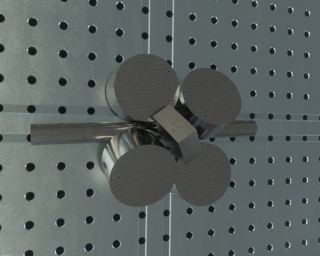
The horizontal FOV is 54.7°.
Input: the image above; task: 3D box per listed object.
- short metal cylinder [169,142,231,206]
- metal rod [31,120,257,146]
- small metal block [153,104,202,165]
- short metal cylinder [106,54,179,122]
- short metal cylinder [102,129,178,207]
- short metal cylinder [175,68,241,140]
[{"bbox_3d":[0.046,0.058,0.413,0.081,0.050,0.079,0,90,-20],"label":"short metal cylinder"},{"bbox_3d":[-0.006,0.004,0.406,0.303,0.025,0.025,-2,91,-20],"label":"metal rod"},{"bbox_3d":[0.021,0.008,0.365,0.025,0.050,0.050,-36,144,-11],"label":"small metal block"},{"bbox_3d":[-0.023,-0.047,0.387,0.081,0.050,0.079,0,90,-20],"label":"short metal cylinder"},{"bbox_3d":[-0.026,0.047,0.373,0.081,0.050,0.079,-8,113,-18],"label":"short metal cylinder"},{"bbox_3d":[0.057,-0.030,0.403,0.081,0.050,0.080,8,64,-16],"label":"short metal cylinder"}]
